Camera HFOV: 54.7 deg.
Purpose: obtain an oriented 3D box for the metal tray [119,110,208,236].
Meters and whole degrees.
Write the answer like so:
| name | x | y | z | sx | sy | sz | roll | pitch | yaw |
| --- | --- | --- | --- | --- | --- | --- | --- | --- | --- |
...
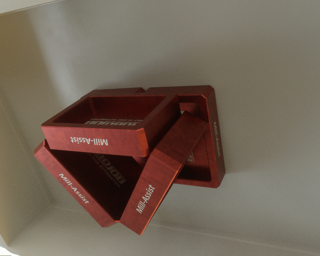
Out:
| name | x | y | z | sx | sy | sz | roll | pitch | yaw |
| --- | --- | --- | --- | --- | --- | --- | --- | --- | --- |
| metal tray | 0.003 | 0.052 | 0.355 | 0.030 | 0.090 | 0.129 | 31 | 129 | 8 |

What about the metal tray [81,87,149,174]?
| name | x | y | z | sx | sy | sz | roll | pitch | yaw |
| --- | --- | --- | --- | --- | --- | --- | --- | --- | --- |
| metal tray | -0.052 | 0.010 | 0.439 | 0.090 | 0.030 | 0.129 | 1 | 118 | 28 |

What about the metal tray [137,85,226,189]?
| name | x | y | z | sx | sy | sz | roll | pitch | yaw |
| --- | --- | --- | --- | --- | --- | --- | --- | --- | --- |
| metal tray | 0.029 | 0.012 | 0.396 | 0.090 | 0.030 | 0.129 | 1 | 118 | 28 |

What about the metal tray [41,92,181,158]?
| name | x | y | z | sx | sy | sz | roll | pitch | yaw |
| --- | --- | --- | --- | --- | --- | --- | --- | --- | --- |
| metal tray | -0.053 | -0.008 | 0.347 | 0.130 | 0.090 | 0.030 | 2 | 120 | 27 |

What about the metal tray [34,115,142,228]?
| name | x | y | z | sx | sy | sz | roll | pitch | yaw |
| --- | --- | --- | --- | --- | --- | --- | --- | --- | --- |
| metal tray | -0.082 | 0.050 | 0.399 | 0.130 | 0.090 | 0.030 | 49 | 129 | -7 |
